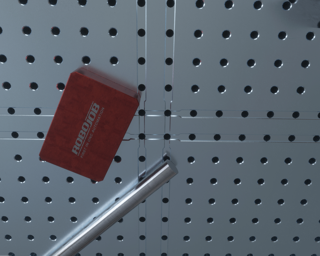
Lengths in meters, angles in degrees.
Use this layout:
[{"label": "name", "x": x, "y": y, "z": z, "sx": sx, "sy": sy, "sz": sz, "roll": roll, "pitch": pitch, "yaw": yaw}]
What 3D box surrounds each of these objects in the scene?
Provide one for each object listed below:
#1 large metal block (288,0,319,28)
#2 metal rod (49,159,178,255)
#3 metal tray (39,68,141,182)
[{"label": "large metal block", "x": 0.199, "y": -0.154, "z": 0.330, "sx": 0.050, "sy": 0.080, "sz": 0.080, "roll": 40, "pitch": 105, "yaw": -14}, {"label": "metal rod", "x": -0.094, "y": 0.149, "z": 0.466, "sx": 0.300, "sy": 0.025, "sz": 0.025, "roll": -40, "pitch": 106, "yaw": 13}, {"label": "metal tray", "x": -0.092, "y": -0.002, "z": 0.409, "sx": 0.090, "sy": 0.030, "sz": 0.129, "roll": 24, "pitch": 108, "yaw": -9}]
